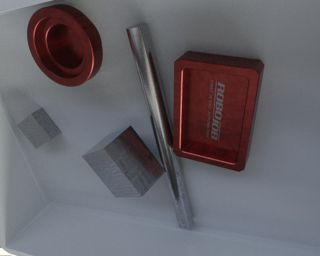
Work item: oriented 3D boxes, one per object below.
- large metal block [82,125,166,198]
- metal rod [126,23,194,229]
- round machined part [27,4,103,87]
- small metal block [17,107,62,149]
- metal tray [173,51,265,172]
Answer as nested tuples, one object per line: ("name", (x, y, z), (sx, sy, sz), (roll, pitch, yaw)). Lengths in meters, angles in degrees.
("large metal block", (-0.052, 0.050, 0.435), (0.080, 0.050, 0.080), (54, 146, -11))
("metal rod", (0.007, 0.016, 0.413), (0.025, 0.025, 0.298), (0, 119, 28))
("round machined part", (-0.113, -0.105, 0.390), (0.098, 0.042, 0.097), (13, 124, 20))
("small metal block", (-0.200, 0.001, 0.512), (0.050, 0.025, 0.050), (-26, 105, 36))
("metal tray", (0.063, -0.018, 0.360), (0.090, 0.030, 0.129), (13, 124, 21))
